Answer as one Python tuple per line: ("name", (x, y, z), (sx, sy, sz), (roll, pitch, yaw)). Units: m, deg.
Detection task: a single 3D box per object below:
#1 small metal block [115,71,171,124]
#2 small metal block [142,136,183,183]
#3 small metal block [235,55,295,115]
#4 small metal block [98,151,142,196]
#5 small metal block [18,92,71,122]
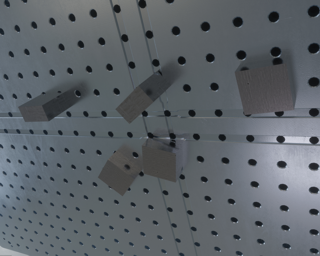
("small metal block", (-0.020, -0.038, 0.383), (0.025, 0.050, 0.050), (47, 129, -5))
("small metal block", (0.004, 0.044, 0.437), (0.050, 0.025, 0.050), (12, 124, 21))
("small metal block", (0.111, -0.044, 0.326), (0.050, 0.025, 0.050), (-5, 116, 30))
("small metal block", (-0.064, 0.072, 0.490), (0.050, 0.025, 0.050), (37, 129, 3))
("small metal block", (-0.173, -0.032, 0.467), (0.050, 0.050, 0.025), (-1, 118, 28))
